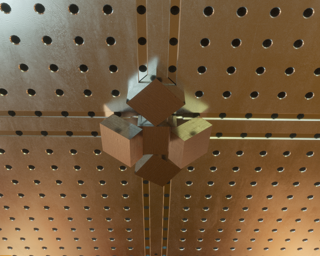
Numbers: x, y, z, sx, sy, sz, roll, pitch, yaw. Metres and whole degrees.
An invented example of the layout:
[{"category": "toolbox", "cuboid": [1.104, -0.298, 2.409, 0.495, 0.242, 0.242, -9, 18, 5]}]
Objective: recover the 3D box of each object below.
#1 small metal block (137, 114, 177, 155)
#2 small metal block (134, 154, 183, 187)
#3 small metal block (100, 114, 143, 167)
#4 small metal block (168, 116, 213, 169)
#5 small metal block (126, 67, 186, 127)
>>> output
[{"category": "small metal block", "cuboid": [-0.004, 0.009, 0.418, 0.050, 0.025, 0.050, 1, 129, -1]}, {"category": "small metal block", "cuboid": [-0.002, 0.055, 0.457, 0.050, 0.025, 0.050, 28, 125, -20]}, {"category": "small metal block", "cuboid": [-0.050, 0.016, 0.408, 0.050, 0.025, 0.050, 27, 137, 25]}, {"category": "small metal block", "cuboid": [0.039, 0.019, 0.410, 0.050, 0.025, 0.050, -27, 139, -31]}, {"category": "small metal block", "cuboid": [-0.005, -0.037, 0.380, 0.050, 0.025, 0.050, -37, 121, 26]}]
